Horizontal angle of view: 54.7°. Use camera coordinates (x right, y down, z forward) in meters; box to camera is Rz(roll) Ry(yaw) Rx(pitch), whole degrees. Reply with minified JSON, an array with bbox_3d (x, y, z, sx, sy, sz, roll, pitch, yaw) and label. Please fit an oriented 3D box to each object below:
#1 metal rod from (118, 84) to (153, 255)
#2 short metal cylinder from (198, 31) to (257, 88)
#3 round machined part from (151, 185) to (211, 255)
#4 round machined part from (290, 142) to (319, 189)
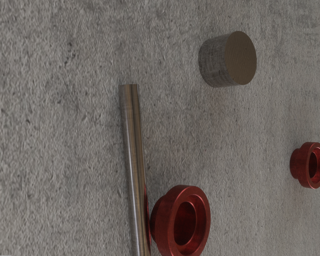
[{"bbox_3d":[-0.027,0.096,0.384,0.025,0.025,0.298,-8,95,-40],"label":"metal rod"},{"bbox_3d":[0.105,-0.104,0.479,0.081,0.050,0.079,0,90,-40],"label":"short metal cylinder"},{"bbox_3d":[0.024,0.124,0.408,0.099,0.042,0.097,4,85,-51],"label":"round machined part"},{"bbox_3d":[0.314,0.078,0.661,0.099,0.042,0.097,0,90,-40],"label":"round machined part"}]
